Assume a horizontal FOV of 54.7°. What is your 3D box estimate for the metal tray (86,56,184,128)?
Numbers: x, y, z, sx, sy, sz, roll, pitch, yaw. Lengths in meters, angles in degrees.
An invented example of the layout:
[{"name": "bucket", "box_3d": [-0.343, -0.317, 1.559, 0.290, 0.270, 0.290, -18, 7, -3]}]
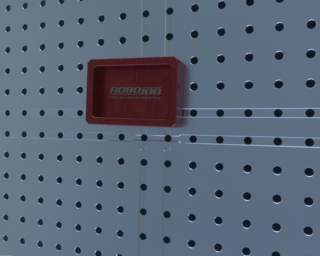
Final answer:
[{"name": "metal tray", "box_3d": [-0.035, -0.048, 0.421, 0.130, 0.030, 0.089, 2, 91, 19]}]
